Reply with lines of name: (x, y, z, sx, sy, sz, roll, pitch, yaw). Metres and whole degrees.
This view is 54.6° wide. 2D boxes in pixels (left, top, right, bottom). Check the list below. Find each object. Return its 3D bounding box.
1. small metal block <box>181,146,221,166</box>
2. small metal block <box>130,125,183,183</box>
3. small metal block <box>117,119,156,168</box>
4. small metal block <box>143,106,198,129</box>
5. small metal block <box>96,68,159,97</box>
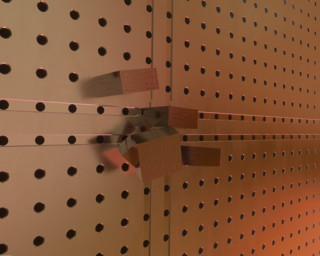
small metal block: (0.048, 0.038, 0.432, 0.050, 0.050, 0.025, 7, 86, -40)
small metal block: (-0.003, 0.030, 0.360, 0.050, 0.025, 0.050, -14, 116, -17)
small metal block: (-0.016, 0.027, 0.383, 0.050, 0.025, 0.050, -44, 120, -2)
small metal block: (0.013, -0.013, 0.403, 0.050, 0.050, 0.025, 4, 87, -40)
small metal block: (-0.038, -0.053, 0.360, 0.050, 0.050, 0.025, -14, 99, -39)
